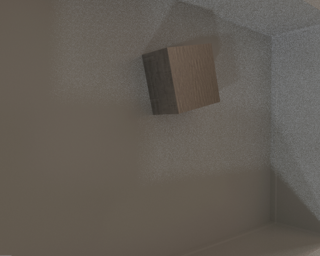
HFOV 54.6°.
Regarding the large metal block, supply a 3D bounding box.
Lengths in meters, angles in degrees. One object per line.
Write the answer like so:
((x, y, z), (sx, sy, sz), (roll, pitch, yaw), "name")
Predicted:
((0.030, -0.065, 0.414), (0.081, 0.050, 0.080), (-17, 101, -39), "large metal block")
